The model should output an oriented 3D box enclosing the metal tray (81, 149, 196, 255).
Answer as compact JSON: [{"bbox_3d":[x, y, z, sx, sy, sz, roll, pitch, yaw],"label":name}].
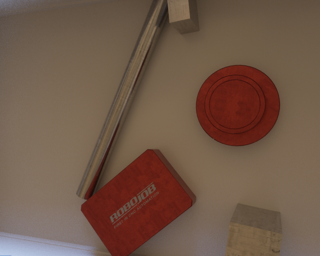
[{"bbox_3d":[-0.030,0.100,0.411,0.130,0.030,0.090,-41,77,9],"label":"metal tray"}]

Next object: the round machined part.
[{"bbox_3d":[0.091,-0.027,0.369,0.098,0.042,0.097,0,90,19],"label":"round machined part"}]

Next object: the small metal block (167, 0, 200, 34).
[{"bbox_3d":[0.029,-0.150,0.386,0.025,0.050,0.050,-6,88,20],"label":"small metal block"}]

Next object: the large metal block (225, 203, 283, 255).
[{"bbox_3d":[0.103,0.138,0.345,0.050,0.080,0.079,8,93,19],"label":"large metal block"}]

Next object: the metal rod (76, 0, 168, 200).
[{"bbox_3d":[-0.051,-0.039,0.427,0.025,0.025,0.298,26,98,18],"label":"metal rod"}]
